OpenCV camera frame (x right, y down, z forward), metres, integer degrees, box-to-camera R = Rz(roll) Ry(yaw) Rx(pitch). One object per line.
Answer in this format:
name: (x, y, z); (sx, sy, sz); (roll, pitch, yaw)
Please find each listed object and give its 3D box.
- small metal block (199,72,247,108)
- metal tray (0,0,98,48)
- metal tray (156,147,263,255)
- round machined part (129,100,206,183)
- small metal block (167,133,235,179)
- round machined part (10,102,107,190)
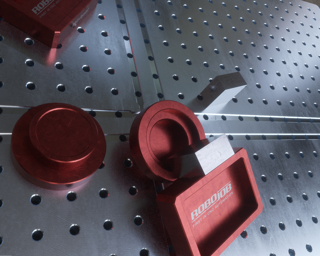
small metal block: (0.097, -0.059, 0.480); (0.050, 0.050, 0.025); (-16, 71, -34)
metal tray: (-0.151, -0.180, 0.432); (0.090, 0.030, 0.130); (31, 52, -9)
metal tray: (0.064, 0.088, 0.361); (0.131, 0.030, 0.090); (-27, 103, -37)
round machined part: (0.006, 0.018, 0.378); (0.099, 0.042, 0.098); (10, 72, -32)
small metal block: (0.045, 0.032, 0.344); (0.050, 0.050, 0.025); (-28, 94, -36)
round machined part: (-0.105, 0.013, 0.332); (0.099, 0.042, 0.098); (14, 56, -21)
